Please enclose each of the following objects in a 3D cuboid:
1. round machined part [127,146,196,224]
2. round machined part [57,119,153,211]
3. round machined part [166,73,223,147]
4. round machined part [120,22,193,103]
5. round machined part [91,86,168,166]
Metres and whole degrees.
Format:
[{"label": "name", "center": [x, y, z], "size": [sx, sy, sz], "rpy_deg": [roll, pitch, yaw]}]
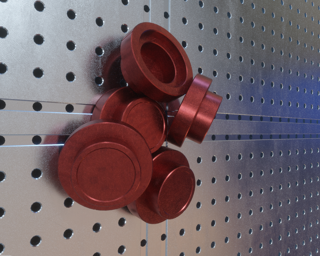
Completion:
[{"label": "round machined part", "center": [0.007, 0.075, 0.390], "size": [0.099, 0.042, 0.097], "rpy_deg": [-16, 113, -43]}, {"label": "round machined part", "center": [-0.056, 0.042, 0.322], "size": [0.099, 0.042, 0.097], "rpy_deg": [-2, 103, -10]}, {"label": "round machined part", "center": [0.048, -0.018, 0.402], "size": [0.042, 0.098, 0.098], "rpy_deg": [25, 69, 6]}, {"label": "round machined part", "center": [-0.009, -0.075, 0.378], "size": [0.099, 0.042, 0.098], "rpy_deg": [23, 54, -36]}, {"label": "round machined part", "center": [-0.029, -0.003, 0.374], "size": [0.099, 0.042, 0.097], "rpy_deg": [0, 90, -40]}]
